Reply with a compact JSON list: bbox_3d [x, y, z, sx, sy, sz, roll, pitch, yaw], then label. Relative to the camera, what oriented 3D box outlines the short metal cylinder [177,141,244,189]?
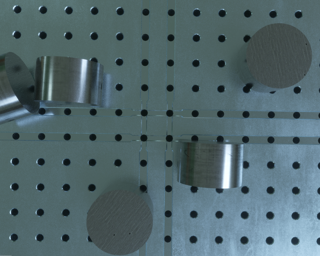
[{"bbox_3d":[0.062,0.042,0.386,0.081,0.080,0.050,2,90,0],"label":"short metal cylinder"}]

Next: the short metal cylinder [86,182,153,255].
[{"bbox_3d":[-0.049,0.115,0.400,0.081,0.050,0.079,0,90,0],"label":"short metal cylinder"}]

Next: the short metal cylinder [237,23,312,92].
[{"bbox_3d":[0.145,-0.088,0.402,0.081,0.050,0.079,0,90,0],"label":"short metal cylinder"}]

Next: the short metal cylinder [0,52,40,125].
[{"bbox_3d":[-0.193,-0.048,0.384,0.050,0.080,0.080,-18,90,0],"label":"short metal cylinder"}]

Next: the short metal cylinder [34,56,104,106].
[{"bbox_3d":[-0.112,-0.055,0.385,0.081,0.080,0.050,4,90,0],"label":"short metal cylinder"}]
